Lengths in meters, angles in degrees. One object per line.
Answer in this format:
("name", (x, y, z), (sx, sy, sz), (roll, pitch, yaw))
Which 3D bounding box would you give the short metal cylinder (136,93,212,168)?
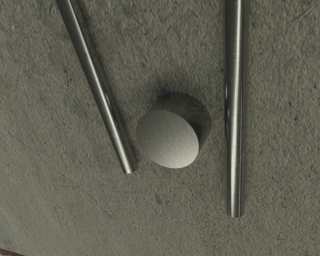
("short metal cylinder", (0.018, 0.003, 0.383), (0.080, 0.050, 0.079), (13, 124, 21))

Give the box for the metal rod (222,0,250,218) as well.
("metal rod", (0.086, -0.016, 0.351), (0.025, 0.025, 0.298), (7, 122, 24))

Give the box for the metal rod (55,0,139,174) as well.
("metal rod", (-0.086, -0.069, 0.409), (0.025, 0.025, 0.298), (-3, 117, 30))
